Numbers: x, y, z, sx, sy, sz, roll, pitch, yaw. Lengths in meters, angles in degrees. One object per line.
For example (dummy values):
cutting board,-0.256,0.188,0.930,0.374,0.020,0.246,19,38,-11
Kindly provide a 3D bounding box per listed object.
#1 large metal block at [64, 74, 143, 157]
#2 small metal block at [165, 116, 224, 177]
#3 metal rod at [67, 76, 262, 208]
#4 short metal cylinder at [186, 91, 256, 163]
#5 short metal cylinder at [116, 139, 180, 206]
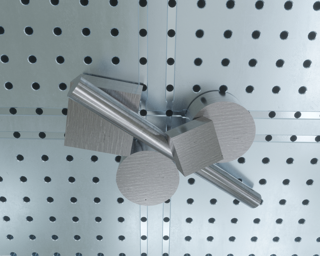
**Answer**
large metal block,-0.069,-0.017,0.387,0.081,0.050,0.079,10,110,-4
small metal block,0.039,0.020,0.357,0.050,0.025,0.050,-23,109,-11
metal rod,0.025,0.031,0.384,0.301,0.025,0.025,33,107,-27
short metal cylinder,0.075,-0.002,0.396,0.081,0.050,0.079,0,110,0
short metal cylinder,-0.015,0.056,0.417,0.081,0.050,0.079,0,110,0
